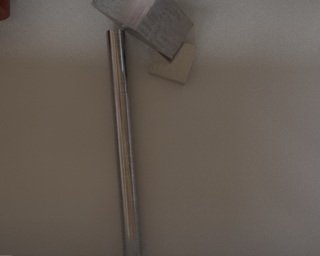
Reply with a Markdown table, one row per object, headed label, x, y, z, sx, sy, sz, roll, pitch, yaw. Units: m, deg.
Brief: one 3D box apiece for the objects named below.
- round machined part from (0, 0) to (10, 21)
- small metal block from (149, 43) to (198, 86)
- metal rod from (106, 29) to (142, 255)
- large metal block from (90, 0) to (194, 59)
| label | x | y | z | sx | sy | sz | roll | pitch | yaw |
| --- | --- | --- | --- | --- | --- | --- | --- | --- | --- |
| round machined part | -0.235 | -0.164 | 0.371 | 0.099 | 0.098 | 0.042 | 0 | 92 | -1 |
| small metal block | 0.017 | -0.089 | 0.412 | 0.050 | 0.025 | 0.050 | 18 | 90 | -1 |
| metal rod | -0.047 | 0.022 | 0.410 | 0.025 | 0.025 | 0.298 | -4 | 90 | -1 |
| large metal block | -0.019 | -0.134 | 0.366 | 0.080 | 0.080 | 0.050 | 37 | 99 | 29 |
